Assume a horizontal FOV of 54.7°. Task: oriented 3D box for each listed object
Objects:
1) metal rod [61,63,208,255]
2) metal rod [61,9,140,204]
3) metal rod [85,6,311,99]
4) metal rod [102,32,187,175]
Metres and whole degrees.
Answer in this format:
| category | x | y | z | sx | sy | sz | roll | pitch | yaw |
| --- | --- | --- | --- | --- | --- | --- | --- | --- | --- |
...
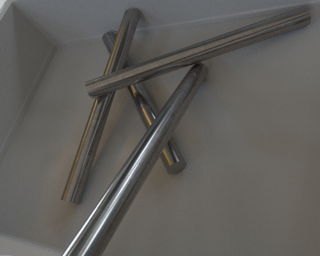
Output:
| category | x | y | z | sx | sy | sz | roll | pitch | yaw |
| --- | --- | --- | --- | --- | --- | --- | --- | --- | --- |
| metal rod | -0.004 | 0.011 | 0.323 | 0.025 | 0.025 | 0.301 | 1 | 37 | 28 |
| metal rod | -0.081 | -0.041 | 0.450 | 0.025 | 0.025 | 0.299 | 5 | 71 | 30 |
| metal rod | 0.045 | -0.098 | 0.413 | 0.301 | 0.025 | 0.025 | -18 | 54 | 6 |
| metal rod | -0.035 | -0.057 | 0.459 | 0.025 | 0.025 | 0.300 | -33 | 51 | 7 |
